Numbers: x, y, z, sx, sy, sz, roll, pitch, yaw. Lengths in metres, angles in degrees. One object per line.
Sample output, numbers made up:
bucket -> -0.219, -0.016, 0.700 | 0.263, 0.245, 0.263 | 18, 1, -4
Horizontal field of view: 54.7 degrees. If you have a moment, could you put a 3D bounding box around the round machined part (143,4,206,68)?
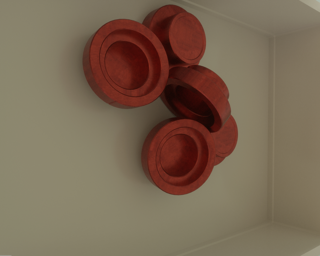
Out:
round machined part -> 0.024, -0.117, 0.418 | 0.099, 0.042, 0.097 | 0, 90, -40

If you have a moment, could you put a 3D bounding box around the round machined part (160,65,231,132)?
round machined part -> 0.048, -0.042, 0.397 | 0.042, 0.098, 0.098 | -51, 120, -20

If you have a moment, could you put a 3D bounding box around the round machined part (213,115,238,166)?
round machined part -> 0.080, 0.009, 0.465 | 0.099, 0.042, 0.097 | 0, 90, -41

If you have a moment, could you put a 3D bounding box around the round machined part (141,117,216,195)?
round machined part -> 0.021, 0.034, 0.405 | 0.099, 0.042, 0.097 | -3, 97, -26

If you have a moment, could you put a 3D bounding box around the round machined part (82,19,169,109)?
round machined part -> -0.042, -0.070, 0.356 | 0.099, 0.042, 0.097 | 4, 83, -33
